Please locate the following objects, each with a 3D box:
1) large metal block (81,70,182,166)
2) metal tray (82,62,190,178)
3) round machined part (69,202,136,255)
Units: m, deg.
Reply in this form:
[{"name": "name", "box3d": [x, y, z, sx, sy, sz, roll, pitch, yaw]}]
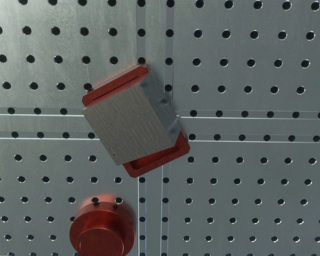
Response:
[{"name": "large metal block", "box3d": [-0.031, -0.011, 0.371, 0.080, 0.050, 0.080, -21, 110, 24]}, {"name": "metal tray", "box3d": [-0.028, -0.008, 0.407, 0.090, 0.030, 0.130, -27, 108, 9]}, {"name": "round machined part", "box3d": [-0.086, 0.164, 0.464, 0.099, 0.042, 0.097, 0, 110, -1]}]
